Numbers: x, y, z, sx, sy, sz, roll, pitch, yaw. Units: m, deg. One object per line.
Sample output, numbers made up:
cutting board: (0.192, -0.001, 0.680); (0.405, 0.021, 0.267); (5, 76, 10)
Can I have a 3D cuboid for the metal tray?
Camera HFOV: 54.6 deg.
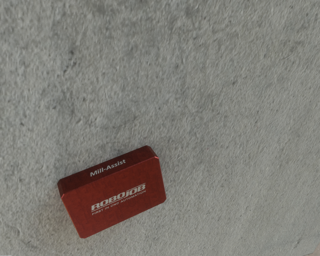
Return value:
metal tray: (-0.061, 0.087, 0.424); (0.131, 0.030, 0.090); (-21, 127, -16)
